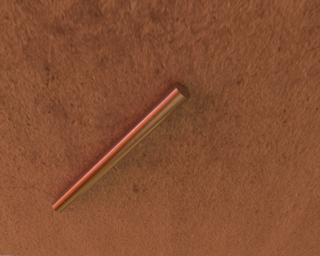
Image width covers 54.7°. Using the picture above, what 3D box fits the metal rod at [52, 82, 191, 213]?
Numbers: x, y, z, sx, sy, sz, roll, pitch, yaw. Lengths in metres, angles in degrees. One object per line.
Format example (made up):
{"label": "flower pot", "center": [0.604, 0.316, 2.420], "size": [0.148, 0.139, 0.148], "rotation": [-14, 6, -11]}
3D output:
{"label": "metal rod", "center": [-0.070, 0.042, 0.441], "size": [0.025, 0.025, 0.299], "rotation": [33, 123, -25]}
